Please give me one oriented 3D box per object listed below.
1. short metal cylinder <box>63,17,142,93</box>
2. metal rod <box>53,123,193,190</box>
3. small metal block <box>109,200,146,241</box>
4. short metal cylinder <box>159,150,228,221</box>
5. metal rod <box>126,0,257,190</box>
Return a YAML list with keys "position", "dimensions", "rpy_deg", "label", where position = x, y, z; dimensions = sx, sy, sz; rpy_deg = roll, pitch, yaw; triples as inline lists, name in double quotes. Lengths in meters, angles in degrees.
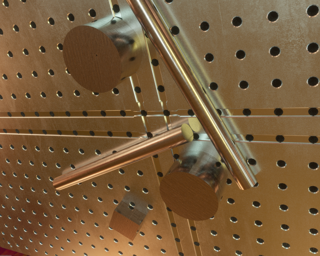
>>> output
- position: [-0.069, -0.089, 0.376]
  dimensions: [0.080, 0.050, 0.079]
  rpy_deg: [13, 124, 21]
  label: "short metal cylinder"
- position: [-0.076, 0.054, 0.484]
  dimensions: [0.299, 0.025, 0.025]
  rpy_deg: [-24, 106, 36]
  label: "metal rod"
- position: [-0.057, 0.162, 0.542]
  dimensions: [0.050, 0.025, 0.050]
  rpy_deg: [28, 128, 10]
  label: "small metal block"
- position: [0.046, 0.077, 0.419]
  dimensions: [0.080, 0.050, 0.079]
  rpy_deg: [13, 124, 21]
  label: "short metal cylinder"
- position: [0.034, -0.052, 0.361]
  dimensions: [0.025, 0.025, 0.299]
  rpy_deg: [-23, 106, 36]
  label: "metal rod"
